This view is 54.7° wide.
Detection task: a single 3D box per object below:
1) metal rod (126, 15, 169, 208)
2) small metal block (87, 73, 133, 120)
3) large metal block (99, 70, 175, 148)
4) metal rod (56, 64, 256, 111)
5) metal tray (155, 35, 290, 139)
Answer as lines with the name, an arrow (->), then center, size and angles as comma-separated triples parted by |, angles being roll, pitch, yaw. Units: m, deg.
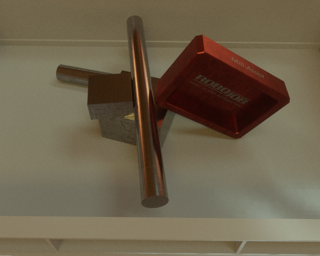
metal rod -> -0.022, -0.047, 0.377 | 0.025, 0.025, 0.300 | -5, 50, -5
small metal block -> -0.058, -0.039, 0.370 | 0.050, 0.025, 0.050 | -5, 50, -5
large metal block -> -0.025, -0.024, 0.407 | 0.080, 0.050, 0.080 | 14, 51, 11
metal rod -> -0.006, -0.056, 0.451 | 0.301, 0.025, 0.025 | 11, 51, 9
metal tray -> 0.071, -0.041, 0.362 | 0.131, 0.090, 0.030 | 22, 47, -24
